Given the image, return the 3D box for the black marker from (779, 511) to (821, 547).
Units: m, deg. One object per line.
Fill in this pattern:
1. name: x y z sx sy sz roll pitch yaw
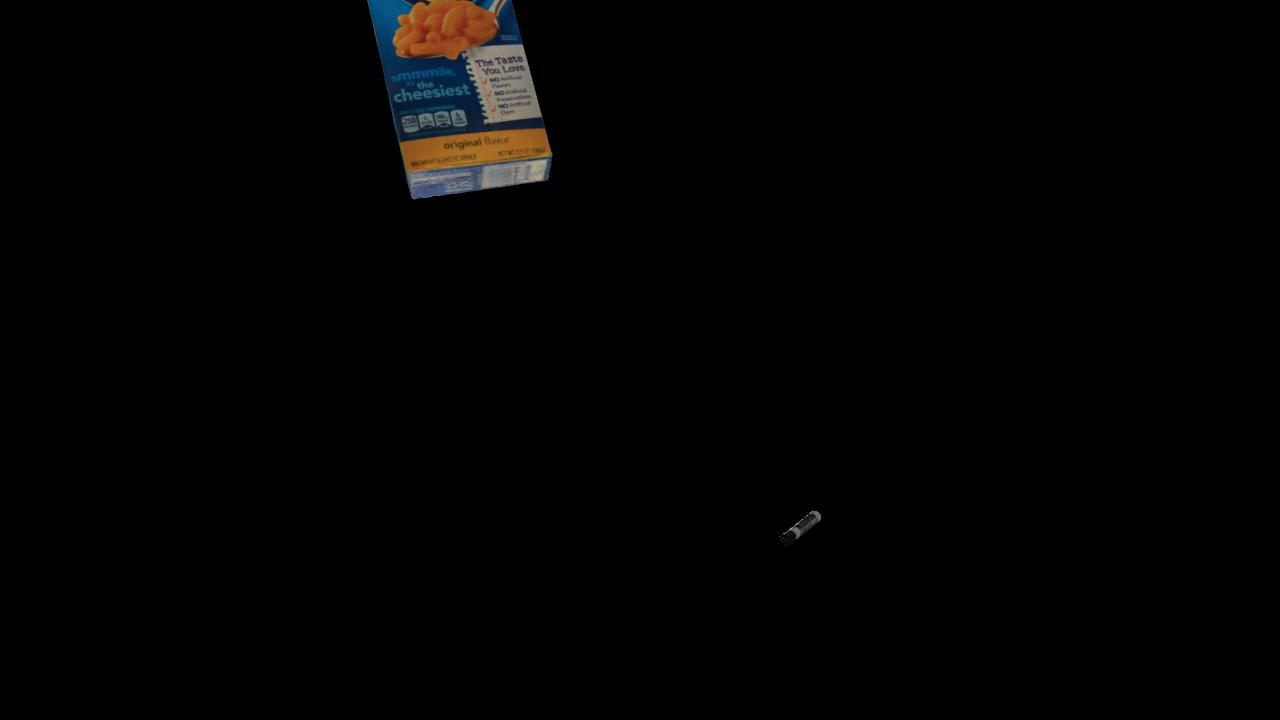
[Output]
1. black marker: 0.249 0.261 0.953 0.020 0.020 0.121 0 7 38

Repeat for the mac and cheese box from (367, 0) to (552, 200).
1. mac and cheese box: -0.124 -0.203 0.406 0.093 0.184 0.041 -13 -8 -16
